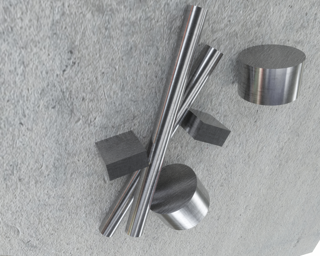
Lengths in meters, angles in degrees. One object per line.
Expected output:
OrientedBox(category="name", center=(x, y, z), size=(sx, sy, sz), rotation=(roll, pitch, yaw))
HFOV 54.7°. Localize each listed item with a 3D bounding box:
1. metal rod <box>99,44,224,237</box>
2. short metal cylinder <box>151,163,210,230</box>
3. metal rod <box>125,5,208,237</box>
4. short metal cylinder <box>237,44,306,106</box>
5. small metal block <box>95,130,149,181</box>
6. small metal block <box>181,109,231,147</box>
OrientedBox(category="metal rod", center=(-0.006, 0.027, 0.420), size=(0.025, 0.025, 0.298), rotation=(20, 108, -36))
OrientedBox(category="short metal cylinder", center=(0.025, 0.098, 0.446), size=(0.080, 0.080, 0.050), rotation=(-37, 129, -3))
OrientedBox(category="metal rod", center=(0.003, 0.004, 0.386), size=(0.025, 0.025, 0.298), rotation=(6, 108, -31))
OrientedBox(category="short metal cylinder", center=(0.143, -0.071, 0.406), size=(0.081, 0.080, 0.050), rotation=(-19, 126, -17))
OrientedBox(category="small metal block", center=(-0.048, 0.033, 0.385), size=(0.050, 0.050, 0.025), rotation=(-19, 126, -17))
OrientedBox(category="small metal block", center=(0.059, -0.002, 0.421), size=(0.050, 0.050, 0.025), rotation=(15, 111, -34))
